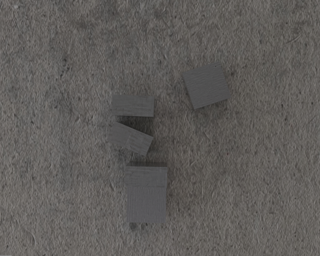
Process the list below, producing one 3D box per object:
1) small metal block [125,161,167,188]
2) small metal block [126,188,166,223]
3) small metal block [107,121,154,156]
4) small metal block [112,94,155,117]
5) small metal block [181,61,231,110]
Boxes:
[{"bbox_3d":[-0.017,0.059,0.397,0.050,0.050,0.025,2,90,0],"label":"small metal block"},{"bbox_3d":[-0.017,0.097,0.410,0.050,0.025,0.050,1,90,0],"label":"small metal block"},{"bbox_3d":[-0.036,0.013,0.397,0.050,0.050,0.025,23,90,0],"label":"small metal block"},{"bbox_3d":[-0.032,-0.027,0.397,0.050,0.050,0.025,2,90,0],"label":"small metal block"},{"bbox_3d":[0.060,-0.055,0.410,0.050,0.025,0.050,-18,90,0],"label":"small metal block"}]
